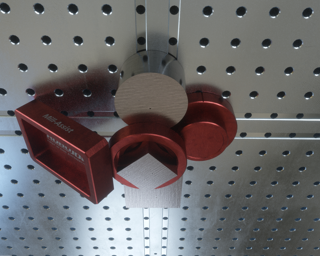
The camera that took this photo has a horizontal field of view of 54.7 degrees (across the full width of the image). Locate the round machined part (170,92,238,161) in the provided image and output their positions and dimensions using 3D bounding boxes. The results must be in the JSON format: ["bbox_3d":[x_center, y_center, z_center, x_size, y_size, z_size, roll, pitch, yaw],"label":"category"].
[{"bbox_3d":[0.052,0.005,0.404,0.099,0.042,0.097,0,130,0],"label":"round machined part"}]

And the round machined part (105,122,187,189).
[{"bbox_3d":[-0.017,0.030,0.388,0.099,0.042,0.097,0,130,0],"label":"round machined part"}]

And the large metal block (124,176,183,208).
[{"bbox_3d":[-0.010,0.072,0.453,0.081,0.050,0.079,0,130,-1],"label":"large metal block"}]

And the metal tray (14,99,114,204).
[{"bbox_3d":[-0.118,0.028,0.384,0.130,0.030,0.089,26,136,26],"label":"metal tray"}]

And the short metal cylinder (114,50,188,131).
[{"bbox_3d":[-0.010,-0.042,0.359,0.081,0.050,0.079,0,130,0],"label":"short metal cylinder"}]

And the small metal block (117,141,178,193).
[{"bbox_3d":[-0.015,0.046,0.369,0.050,0.025,0.050,-34,123,25],"label":"small metal block"}]
